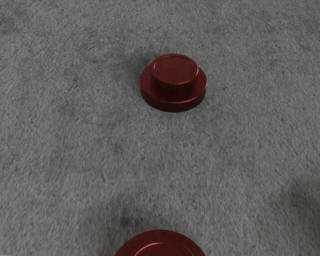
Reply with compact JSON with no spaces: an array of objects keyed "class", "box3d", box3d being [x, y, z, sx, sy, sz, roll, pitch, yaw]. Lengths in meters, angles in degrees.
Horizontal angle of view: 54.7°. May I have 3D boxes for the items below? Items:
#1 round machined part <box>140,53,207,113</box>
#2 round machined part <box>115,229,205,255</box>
[{"class":"round machined part","box3d":[0.020,-0.072,0.453,0.099,0.042,0.098,0,50,0]},{"class":"round machined part","box3d":[0.000,0.138,0.276,0.099,0.042,0.098,0,50,0]}]
